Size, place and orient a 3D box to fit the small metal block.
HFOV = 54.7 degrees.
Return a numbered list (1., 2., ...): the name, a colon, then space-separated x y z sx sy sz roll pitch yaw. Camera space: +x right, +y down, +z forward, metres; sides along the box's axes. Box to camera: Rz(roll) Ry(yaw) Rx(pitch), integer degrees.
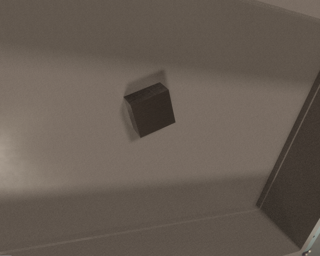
1. small metal block: -0.012 -0.023 0.389 0.050 0.025 0.050 -24 128 -14
